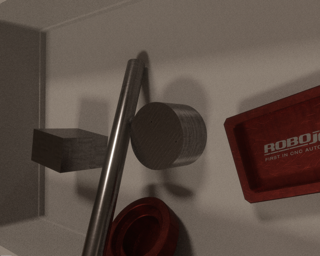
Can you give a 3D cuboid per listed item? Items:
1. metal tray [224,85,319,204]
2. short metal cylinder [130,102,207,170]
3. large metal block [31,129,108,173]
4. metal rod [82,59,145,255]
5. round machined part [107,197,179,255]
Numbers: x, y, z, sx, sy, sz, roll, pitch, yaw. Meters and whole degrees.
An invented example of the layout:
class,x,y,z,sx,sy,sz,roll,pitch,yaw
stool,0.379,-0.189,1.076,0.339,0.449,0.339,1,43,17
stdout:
class,x,y,z,sx,sy,sz,roll,pitch,yaw
metal tray,0.134,0.015,0.292,0.130,0.030,0.090,-22,77,37
short metal cylinder,0.010,0.009,0.381,0.080,0.050,0.079,0,90,39
large metal block,-0.141,0.032,0.484,0.080,0.081,0.050,12,98,39
metal rod,-0.056,0.045,0.374,0.025,0.025,0.299,-11,59,39
round machined part,-0.018,0.140,0.387,0.098,0.042,0.098,-26,35,20
